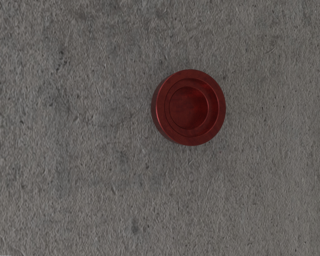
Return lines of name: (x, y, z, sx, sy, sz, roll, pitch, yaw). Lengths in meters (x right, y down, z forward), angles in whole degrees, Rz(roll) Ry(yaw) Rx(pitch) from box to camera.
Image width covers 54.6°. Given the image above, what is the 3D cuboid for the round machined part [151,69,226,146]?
round machined part: (0.034, -0.026, 0.412, 0.099, 0.042, 0.097, 0, 90, -20)
